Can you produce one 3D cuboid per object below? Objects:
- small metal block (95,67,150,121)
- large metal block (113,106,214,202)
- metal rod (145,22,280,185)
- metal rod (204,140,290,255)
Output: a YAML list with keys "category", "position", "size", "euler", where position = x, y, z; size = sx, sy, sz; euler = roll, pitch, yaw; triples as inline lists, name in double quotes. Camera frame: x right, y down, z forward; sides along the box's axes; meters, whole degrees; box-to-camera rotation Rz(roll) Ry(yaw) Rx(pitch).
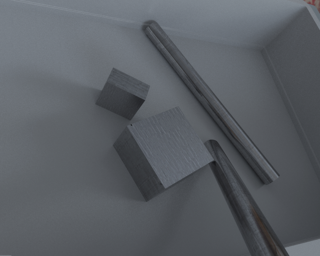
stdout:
- category: "small metal block"
  position: [-0.048, -0.041, 0.391]
  size: [0.050, 0.050, 0.025]
  euler: [25, 53, -13]
- category: "large metal block"
  position: [0.004, 0.030, 0.375]
  size: [0.081, 0.050, 0.080]
  euler: [-23, 74, -37]
- category: "metal rod"
  position: [0.075, -0.043, 0.473]
  size: [0.025, 0.025, 0.299]
  euler: [-30, 78, -38]
- category: "metal rod"
  position: [0.079, 0.075, 0.291]
  size: [0.025, 0.025, 0.300]
  euler: [28, 15, -11]
